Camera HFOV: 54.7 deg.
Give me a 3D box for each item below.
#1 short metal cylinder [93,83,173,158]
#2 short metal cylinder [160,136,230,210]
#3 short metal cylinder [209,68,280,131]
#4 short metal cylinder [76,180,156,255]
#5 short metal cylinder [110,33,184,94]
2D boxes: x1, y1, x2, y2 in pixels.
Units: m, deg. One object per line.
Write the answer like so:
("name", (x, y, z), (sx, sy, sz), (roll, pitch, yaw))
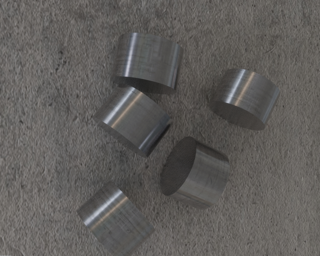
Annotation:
("short metal cylinder", (-0.032, -0.008, 0.368), (0.080, 0.080, 0.050), (40, 77, -16))
("short metal cylinder", (0.043, 0.057, 0.396), (0.050, 0.080, 0.080), (27, 81, -18))
("short metal cylinder", (0.114, -0.037, 0.422), (0.080, 0.080, 0.050), (31, 80, -18))
("short metal cylinder", (-0.051, 0.108, 0.361), (0.050, 0.080, 0.080), (-42, 103, -15))
("short metal cylinder", (-0.015, -0.075, 0.374), (0.081, 0.080, 0.050), (12, 86, -20))
